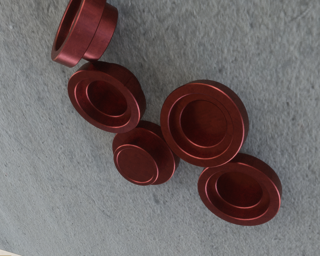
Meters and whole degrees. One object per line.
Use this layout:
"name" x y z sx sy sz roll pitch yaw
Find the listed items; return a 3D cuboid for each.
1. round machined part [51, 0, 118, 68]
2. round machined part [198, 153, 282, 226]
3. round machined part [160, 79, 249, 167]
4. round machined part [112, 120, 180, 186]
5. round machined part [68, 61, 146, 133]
"round machined part" -0.081 -0.112 0.344 0.042 0.098 0.098 21 136 -31
"round machined part" 0.100 0.071 0.386 0.098 0.042 0.097 13 124 20
"round machined part" 0.053 -0.008 0.355 0.098 0.042 0.097 11 114 27
"round machined part" -0.025 0.042 0.433 0.098 0.042 0.097 13 124 20
"round machined part" -0.062 -0.043 0.392 0.098 0.042 0.097 15 137 15
